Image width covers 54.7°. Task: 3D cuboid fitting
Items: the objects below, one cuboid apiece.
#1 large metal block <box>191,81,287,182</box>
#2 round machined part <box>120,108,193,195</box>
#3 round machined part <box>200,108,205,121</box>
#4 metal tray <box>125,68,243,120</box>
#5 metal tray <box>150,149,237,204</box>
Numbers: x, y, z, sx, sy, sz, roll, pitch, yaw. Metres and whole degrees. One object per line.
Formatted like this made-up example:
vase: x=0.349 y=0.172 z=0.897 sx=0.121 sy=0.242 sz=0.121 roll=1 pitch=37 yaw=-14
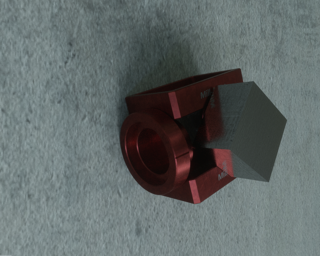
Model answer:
large metal block: x=0.092 y=0.005 z=0.349 sx=0.080 sy=0.050 sz=0.080 roll=37 pitch=67 yaw=-34
round machined part: x=0.000 y=0.024 z=0.360 sx=0.042 sy=0.098 sz=0.097 roll=-20 pitch=103 yaw=-39
round machined part: x=0.096 y=-0.015 z=0.441 sx=0.042 sy=0.098 sz=0.097 roll=-20 pitch=103 yaw=-39
metal tray: x=0.034 y=-0.044 z=0.395 sx=0.131 sy=0.090 sz=0.030 roll=-23 pitch=105 yaw=-38
metal tray: x=0.057 y=0.051 z=0.412 sx=0.131 sy=0.090 sz=0.030 roll=-23 pitch=105 yaw=-38
